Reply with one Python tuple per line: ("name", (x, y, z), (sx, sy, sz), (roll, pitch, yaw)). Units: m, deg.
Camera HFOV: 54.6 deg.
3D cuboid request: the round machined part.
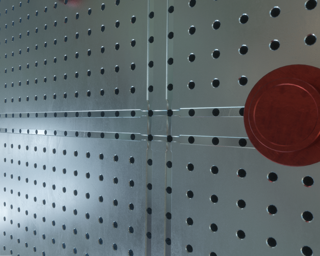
("round machined part", (0.125, -0.012, 0.295), (0.098, 0.042, 0.097), (0, 90, 40))
